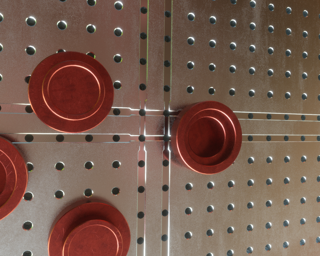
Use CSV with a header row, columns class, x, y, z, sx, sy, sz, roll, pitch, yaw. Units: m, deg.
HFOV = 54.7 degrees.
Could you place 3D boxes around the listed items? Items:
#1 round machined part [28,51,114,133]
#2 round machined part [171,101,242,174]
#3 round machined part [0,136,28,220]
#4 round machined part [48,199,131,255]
class,x,y,z,sx,sy,sz,roll,pitch,yaw
round machined part,-0.103,-0.043,0.366,0.099,0.042,0.097,0,90,-21
round machined part,0.060,0.012,0.427,0.099,0.042,0.097,0,90,-21
round machined part,-0.195,0.053,0.332,0.099,0.042,0.097,0,90,-21
round machined part,-0.083,0.139,0.374,0.099,0.042,0.097,0,90,-21
